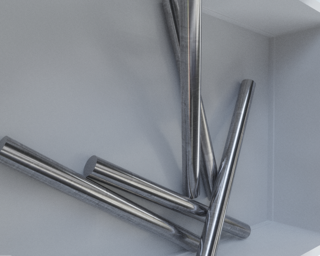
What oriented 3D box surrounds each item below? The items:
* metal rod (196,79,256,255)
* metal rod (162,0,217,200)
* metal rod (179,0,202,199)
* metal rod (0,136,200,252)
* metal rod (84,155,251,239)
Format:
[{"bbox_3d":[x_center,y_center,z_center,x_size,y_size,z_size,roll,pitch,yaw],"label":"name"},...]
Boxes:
[{"bbox_3d":[0.106,0.047,0.470,0.025,0.025,0.300,41,57,-33],"label":"metal rod"},{"bbox_3d":[0.051,-0.033,0.451,0.025,0.025,0.298,-24,105,-38],"label":"metal rod"},{"bbox_3d":[0.039,-0.040,0.386,0.025,0.025,0.298,-24,122,-38],"label":"metal rod"},{"bbox_3d":[-0.048,0.093,0.367,0.301,0.025,0.025,37,67,-34],"label":"metal rod"},{"bbox_3d":[0.031,0.106,0.426,0.301,0.025,0.025,31,71,-34],"label":"metal rod"}]
